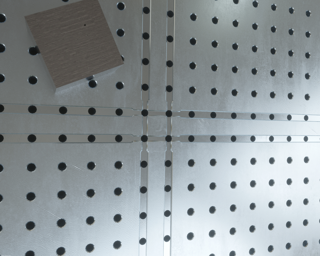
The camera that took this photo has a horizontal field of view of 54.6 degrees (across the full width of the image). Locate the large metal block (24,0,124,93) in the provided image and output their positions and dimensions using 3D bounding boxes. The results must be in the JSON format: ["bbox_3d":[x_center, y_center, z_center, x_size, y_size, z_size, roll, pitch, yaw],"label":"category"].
[{"bbox_3d":[-0.099,-0.095,0.362,0.080,0.050,0.080,-24,98,-18],"label":"large metal block"}]
